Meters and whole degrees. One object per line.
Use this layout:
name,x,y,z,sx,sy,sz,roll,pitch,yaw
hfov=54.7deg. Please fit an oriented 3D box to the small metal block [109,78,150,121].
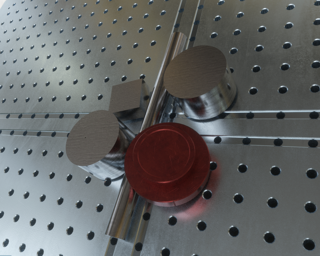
small metal block,-0.044,-0.040,0.450,0.050,0.025,0.050,-10,57,22

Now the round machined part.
round machined part,0.007,0.036,0.351,0.098,0.042,0.098,-4,62,8

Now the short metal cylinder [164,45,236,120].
short metal cylinder,0.051,-0.058,0.395,0.080,0.050,0.080,-13,56,21

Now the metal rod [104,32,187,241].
metal rod,-0.011,-0.006,0.413,0.025,0.025,0.300,3,63,29

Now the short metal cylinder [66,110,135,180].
short metal cylinder,-0.076,0.023,0.413,0.080,0.050,0.080,-13,56,21
